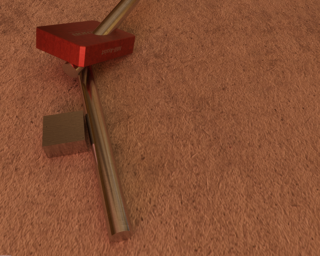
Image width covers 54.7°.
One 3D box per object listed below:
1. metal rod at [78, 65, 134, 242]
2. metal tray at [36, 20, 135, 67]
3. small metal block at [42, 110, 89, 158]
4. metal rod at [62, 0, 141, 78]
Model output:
[{"bbox_3d":[-0.082,-0.001,0.402,0.025,0.025,0.300,-13,51,-11],"label":"metal rod"},{"bbox_3d":[-0.111,-0.135,0.481,0.090,0.030,0.131,26,32,19],"label":"metal tray"},{"bbox_3d":[-0.120,0.007,0.395,0.050,0.025,0.050,-9,51,-8],"label":"small metal block"},{"bbox_3d":[-0.069,-0.191,0.520,0.025,0.025,0.301,18,55,14],"label":"metal rod"}]
